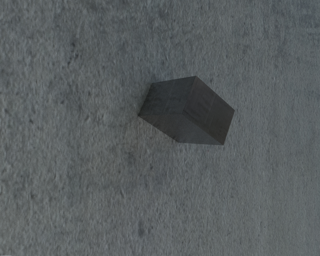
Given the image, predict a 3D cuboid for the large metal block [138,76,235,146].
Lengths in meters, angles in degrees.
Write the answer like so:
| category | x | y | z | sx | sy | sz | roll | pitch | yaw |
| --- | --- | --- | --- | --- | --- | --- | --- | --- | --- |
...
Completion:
| category | x | y | z | sx | sy | sz | roll | pitch | yaw |
| --- | --- | --- | --- | --- | --- | --- | --- | --- | --- |
| large metal block | 0.034 | -0.019 | 0.396 | 0.080 | 0.080 | 0.050 | 34 | 69 | -35 |
